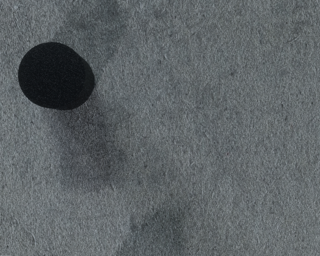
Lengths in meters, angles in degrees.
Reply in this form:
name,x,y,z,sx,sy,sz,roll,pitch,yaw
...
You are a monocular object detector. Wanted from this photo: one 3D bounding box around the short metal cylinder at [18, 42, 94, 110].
name,x,y,z,sx,sy,sz,roll,pitch,yaw
short metal cylinder,-0.130,-0.064,0.396,0.081,0.050,0.080,0,90,0
